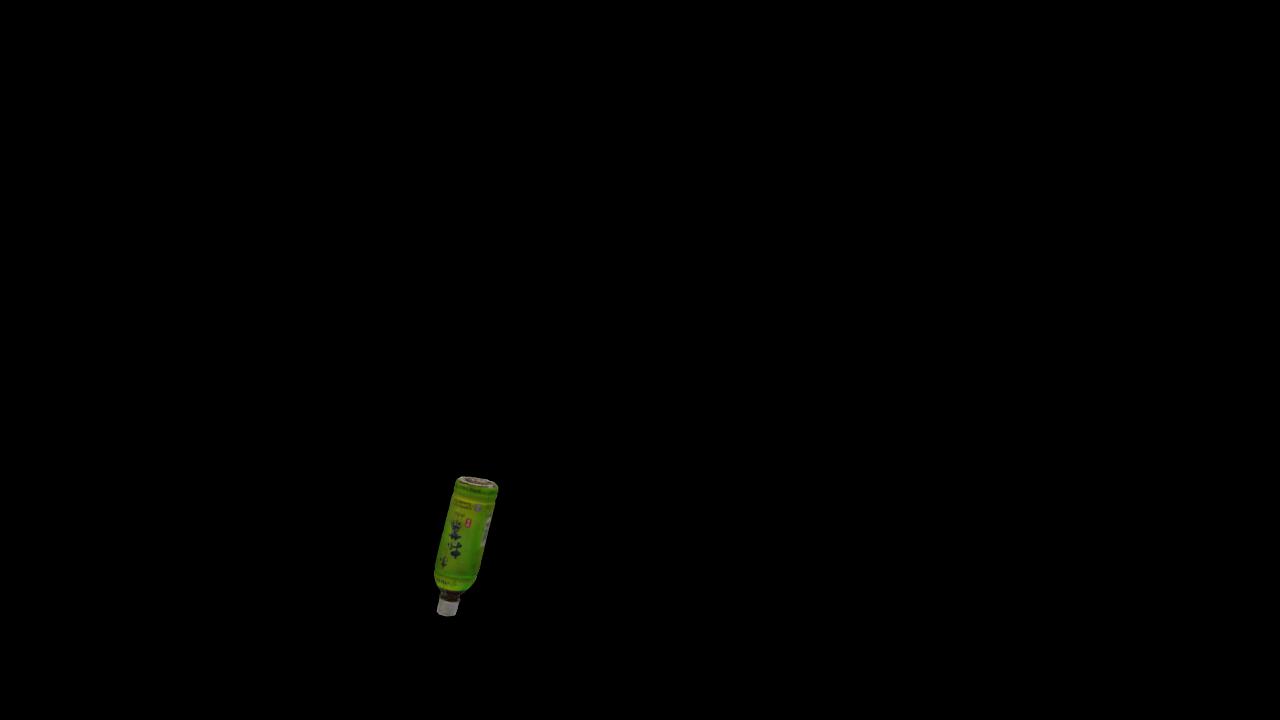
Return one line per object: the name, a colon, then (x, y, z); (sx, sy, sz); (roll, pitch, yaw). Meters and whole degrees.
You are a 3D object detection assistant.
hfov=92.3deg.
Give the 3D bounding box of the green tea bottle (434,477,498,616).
green tea bottle: (-0.281, 0.296, 0.975); (0.073, 0.212, 0.073); (11, -5, 1)
